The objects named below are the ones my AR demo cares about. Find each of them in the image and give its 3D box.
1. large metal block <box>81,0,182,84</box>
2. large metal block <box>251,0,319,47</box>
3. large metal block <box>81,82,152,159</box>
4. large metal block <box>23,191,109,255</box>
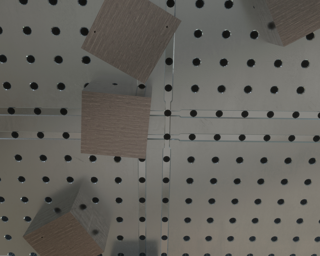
[{"bbox_3d":[-0.032,-0.110,0.359,0.080,0.050,0.080,29,107,-11],"label":"large metal block"},{"bbox_3d":[0.153,-0.149,0.347,0.080,0.050,0.080,-27,108,9],"label":"large metal block"},{"bbox_3d":[-0.054,-0.011,0.395,0.081,0.050,0.079,5,110,-3],"label":"large metal block"},{"bbox_3d":[-0.134,0.154,0.455,0.080,0.050,0.080,-29,108,10],"label":"large metal block"}]
